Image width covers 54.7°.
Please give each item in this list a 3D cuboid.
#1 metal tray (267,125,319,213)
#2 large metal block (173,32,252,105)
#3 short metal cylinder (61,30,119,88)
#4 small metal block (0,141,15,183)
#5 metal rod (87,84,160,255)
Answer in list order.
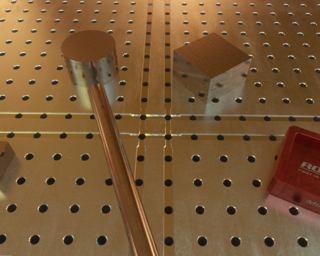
[{"bbox_3d":[0.203,0.057,0.358,0.130,0.030,0.090,21,53,16],"label":"metal tray"},{"bbox_3d":[0.076,-0.092,0.470,0.081,0.050,0.080,-29,56,-23],"label":"large metal block"},{"bbox_3d":[-0.107,-0.108,0.481,0.081,0.050,0.080,0,50,0],"label":"short metal cylinder"},{"bbox_3d":[-0.212,0.041,0.370,0.050,0.025,0.050,5,50,4],"label":"small metal block"},{"bbox_3d":[-0.045,0.054,0.361,0.025,0.025,0.299,-14,52,-12],"label":"metal rod"}]
